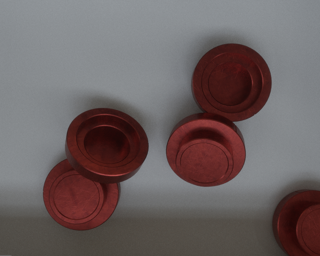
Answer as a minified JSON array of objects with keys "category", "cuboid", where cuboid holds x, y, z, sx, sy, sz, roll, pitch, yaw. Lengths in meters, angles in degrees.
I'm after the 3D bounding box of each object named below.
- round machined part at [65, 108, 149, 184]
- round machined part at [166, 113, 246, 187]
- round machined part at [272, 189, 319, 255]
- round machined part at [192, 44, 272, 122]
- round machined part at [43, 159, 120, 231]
[{"category":"round machined part","cuboid":[-0.067,0.026,0.386,0.099,0.042,0.098,12,50,-14]},{"category":"round machined part","cuboid":[0.056,0.033,0.384,0.098,0.042,0.097,4,116,9]},{"category":"round machined part","cuboid":[0.201,0.130,0.399,0.099,0.042,0.097,0,82,0]},{"category":"round machined part","cuboid":[0.090,-0.056,0.404,0.099,0.042,0.097,0,90,-1]},{"category":"round machined part","cuboid":[-0.103,0.085,0.402,0.099,0.042,0.097,0,90,-1]}]
